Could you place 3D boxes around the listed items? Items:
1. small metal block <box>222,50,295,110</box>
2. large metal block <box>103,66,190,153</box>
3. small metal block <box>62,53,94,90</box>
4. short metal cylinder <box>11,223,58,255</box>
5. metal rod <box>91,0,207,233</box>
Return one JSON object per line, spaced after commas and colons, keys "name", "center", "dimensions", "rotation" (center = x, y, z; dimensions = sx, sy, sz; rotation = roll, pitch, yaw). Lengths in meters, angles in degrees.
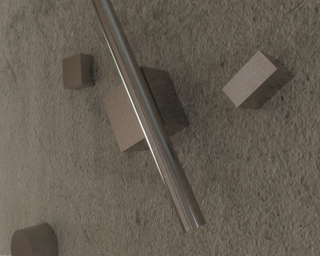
{"name": "small metal block", "center": [0.098, -0.045, 0.307], "dimensions": [0.050, 0.050, 0.025], "rotation": [-48, 62, 29]}
{"name": "large metal block", "center": [-0.020, -0.022, 0.403], "dimensions": [0.080, 0.050, 0.080], "rotation": [-33, 70, 35]}
{"name": "small metal block", "center": [-0.136, -0.092, 0.514], "dimensions": [0.050, 0.025, 0.050], "rotation": [-4, 87, 39]}
{"name": "short metal cylinder", "center": [-0.235, 0.224, 0.579], "dimensions": [0.080, 0.050, 0.079], "rotation": [0, 90, 39]}
{"name": "metal rod", "center": [-0.021, -0.031, 0.354], "dimensions": [0.025, 0.025, 0.299], "rotation": [-35, 69, 34]}
